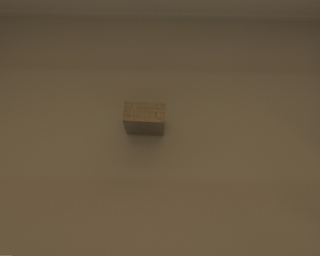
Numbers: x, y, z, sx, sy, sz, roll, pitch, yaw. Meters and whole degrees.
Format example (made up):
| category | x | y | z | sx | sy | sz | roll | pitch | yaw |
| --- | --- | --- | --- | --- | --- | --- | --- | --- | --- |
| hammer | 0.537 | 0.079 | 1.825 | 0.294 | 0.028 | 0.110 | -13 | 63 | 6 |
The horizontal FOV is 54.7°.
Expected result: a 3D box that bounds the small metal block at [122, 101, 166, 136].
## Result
| category | x | y | z | sx | sy | sz | roll | pitch | yaw |
| --- | --- | --- | --- | --- | --- | --- | --- | --- | --- |
| small metal block | -0.019 | -0.011 | 0.396 | 0.050 | 0.050 | 0.025 | 3 | 70 | 1 |
